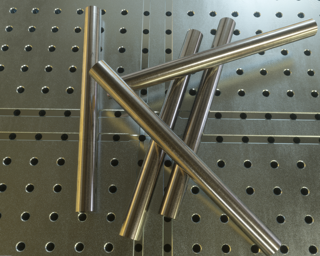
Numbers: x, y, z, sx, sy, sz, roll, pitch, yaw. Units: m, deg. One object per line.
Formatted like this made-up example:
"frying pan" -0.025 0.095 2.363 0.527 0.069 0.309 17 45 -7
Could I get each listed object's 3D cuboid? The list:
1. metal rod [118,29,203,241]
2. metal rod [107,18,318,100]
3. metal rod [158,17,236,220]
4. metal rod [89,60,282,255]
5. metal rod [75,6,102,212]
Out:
"metal rod" 0.008 -0.005 0.413 0.025 0.025 0.299 17 71 5
"metal rod" 0.072 -0.095 0.419 0.302 0.025 0.025 -18 71 -7
"metal rod" 0.056 -0.026 0.421 0.025 0.025 0.299 17 71 6
"metal rod" 0.028 0.033 0.370 0.025 0.025 0.300 -44 87 -14
"metal rod" -0.096 -0.039 0.424 0.025 0.025 0.299 -2 70 -1
